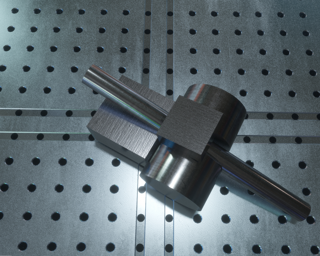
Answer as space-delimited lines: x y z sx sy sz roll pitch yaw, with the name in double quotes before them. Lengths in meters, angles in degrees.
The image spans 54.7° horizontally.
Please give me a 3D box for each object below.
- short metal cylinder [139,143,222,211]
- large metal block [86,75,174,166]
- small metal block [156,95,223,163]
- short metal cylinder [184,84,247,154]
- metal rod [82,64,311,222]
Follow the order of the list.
"short metal cylinder" 0.024 0.054 0.359 0.080 0.080 0.050 28 73 10
"large metal block" -0.032 -0.008 0.395 0.080 0.050 0.080 28 72 9
"small metal block" 0.032 0.000 0.324 0.050 0.025 0.050 25 72 17
"short metal cylinder" 0.059 -0.010 0.384 0.080 0.080 0.050 26 72 9
"metal rod" 0.046 0.020 0.359 0.301 0.025 0.025 33 73 -5
